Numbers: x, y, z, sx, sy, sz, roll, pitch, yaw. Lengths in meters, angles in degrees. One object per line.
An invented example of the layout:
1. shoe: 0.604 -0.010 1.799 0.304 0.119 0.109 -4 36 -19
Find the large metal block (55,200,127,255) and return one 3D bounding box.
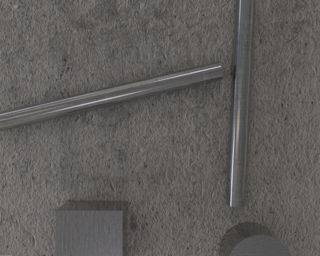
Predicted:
1. large metal block: -0.085 0.139 0.397 0.081 0.050 0.079 0 90 0

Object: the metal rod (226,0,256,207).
1. metal rod: 0.108 -0.047 0.410 0.025 0.025 0.298 3 90 0

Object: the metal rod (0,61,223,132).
1. metal rod: -0.067 -0.042 0.409 0.302 0.025 0.025 -13 90 0

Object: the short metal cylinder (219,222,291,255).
1. short metal cylinder: 0.121 0.169 0.398 0.081 0.050 0.079 0 90 0
